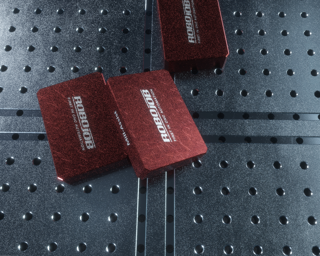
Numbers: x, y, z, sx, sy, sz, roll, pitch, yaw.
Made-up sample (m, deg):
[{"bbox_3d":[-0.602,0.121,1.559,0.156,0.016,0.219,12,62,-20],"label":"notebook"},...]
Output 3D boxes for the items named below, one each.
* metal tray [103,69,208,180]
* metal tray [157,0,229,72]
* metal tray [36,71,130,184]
[{"bbox_3d":[-0.008,-0.010,0.396,0.091,0.030,0.130,-14,69,-29],"label":"metal tray"},{"bbox_3d":[0.046,-0.151,0.464,0.091,0.030,0.130,-5,70,-2],"label":"metal tray"},{"bbox_3d":[-0.101,-0.002,0.410,0.090,0.030,0.130,-19,71,-7],"label":"metal tray"}]
